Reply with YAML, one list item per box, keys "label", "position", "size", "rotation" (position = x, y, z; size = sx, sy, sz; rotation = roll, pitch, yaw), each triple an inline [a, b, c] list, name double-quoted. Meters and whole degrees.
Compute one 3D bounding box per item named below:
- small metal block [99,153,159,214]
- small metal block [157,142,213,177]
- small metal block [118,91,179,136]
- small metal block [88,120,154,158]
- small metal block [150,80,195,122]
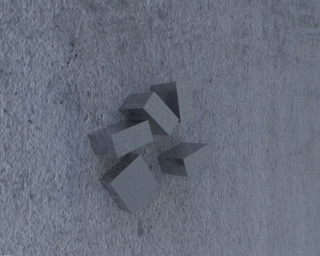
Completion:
- label: "small metal block"
  position: [-0.036, 0.066, 0.374]
  size: [0.050, 0.025, 0.050]
  rotation: [-43, 116, -31]
- label: "small metal block"
  position: [0.034, 0.041, 0.416]
  size: [0.050, 0.050, 0.025]
  rotation: [-26, 107, -37]
- label: "small metal block"
  position: [-0.014, -0.016, 0.376]
  size: [0.050, 0.050, 0.025]
  rotation: [46, 62, -30]
- label: "small metal block"
  position: [-0.045, 0.011, 0.351]
  size: [0.050, 0.050, 0.025]
  rotation: [-24, 106, -37]
- label: "small metal block"
  position: [0.016, -0.034, 0.401]
  size: [0.025, 0.050, 0.050]
  rotation: [-13, 98, -39]
